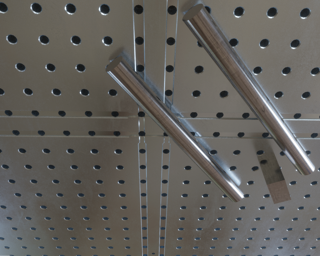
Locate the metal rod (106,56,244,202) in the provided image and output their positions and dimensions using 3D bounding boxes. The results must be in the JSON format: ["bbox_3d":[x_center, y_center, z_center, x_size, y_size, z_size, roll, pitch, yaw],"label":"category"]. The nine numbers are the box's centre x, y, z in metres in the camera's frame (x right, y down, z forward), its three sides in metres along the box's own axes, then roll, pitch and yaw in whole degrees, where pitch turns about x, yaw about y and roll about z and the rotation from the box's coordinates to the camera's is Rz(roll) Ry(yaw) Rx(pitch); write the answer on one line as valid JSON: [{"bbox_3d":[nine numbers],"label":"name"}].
[{"bbox_3d":[0.037,0.019,0.428,0.025,0.025,0.300,-29,125,22],"label":"metal rod"}]

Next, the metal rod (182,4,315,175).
[{"bbox_3d":[0.127,-0.028,0.389,0.025,0.025,0.300,-32,124,23],"label":"metal rod"}]

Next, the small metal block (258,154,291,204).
[{"bbox_3d":[0.171,0.076,0.463,0.025,0.050,0.050,-20,128,16],"label":"small metal block"}]
